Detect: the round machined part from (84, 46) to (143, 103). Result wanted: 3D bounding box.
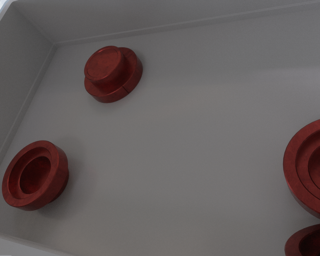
[{"bbox_3d":[-0.081,-0.092,0.494,0.098,0.042,0.098,-13,56,21],"label":"round machined part"}]

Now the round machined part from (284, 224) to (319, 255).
[{"bbox_3d":[0.147,0.108,0.228,0.098,0.098,0.042,-9,94,23],"label":"round machined part"}]

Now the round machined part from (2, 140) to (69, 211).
[{"bbox_3d":[-0.171,0.070,0.442,0.098,0.042,0.098,-13,56,21],"label":"round machined part"}]

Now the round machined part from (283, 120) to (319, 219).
[{"bbox_3d":[0.167,0.041,0.282,0.098,0.042,0.098,-13,56,21],"label":"round machined part"}]

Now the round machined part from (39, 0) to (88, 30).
[{"bbox_3d":[-0.194,-0.231,0.606,0.098,0.098,0.042,34,86,38],"label":"round machined part"}]
